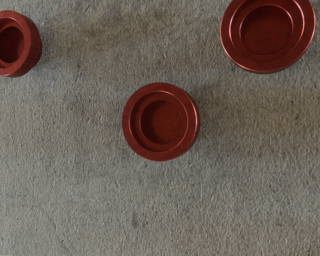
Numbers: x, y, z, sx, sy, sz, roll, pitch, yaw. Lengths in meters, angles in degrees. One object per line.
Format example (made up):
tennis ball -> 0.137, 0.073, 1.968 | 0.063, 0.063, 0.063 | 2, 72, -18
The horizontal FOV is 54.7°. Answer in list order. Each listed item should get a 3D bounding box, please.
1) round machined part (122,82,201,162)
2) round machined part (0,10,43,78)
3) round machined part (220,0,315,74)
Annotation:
round machined part -> 0.004, -0.008, 0.398 | 0.098, 0.042, 0.097 | 0, 90, 20
round machined part -> -0.224, -0.126, 0.479 | 0.098, 0.042, 0.097 | 0, 90, 20
round machined part -> 0.122, -0.110, 0.357 | 0.098, 0.042, 0.097 | 0, 90, 20
